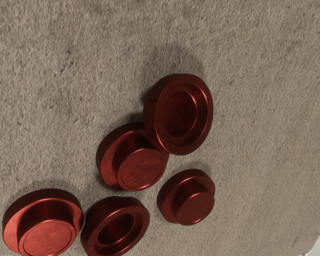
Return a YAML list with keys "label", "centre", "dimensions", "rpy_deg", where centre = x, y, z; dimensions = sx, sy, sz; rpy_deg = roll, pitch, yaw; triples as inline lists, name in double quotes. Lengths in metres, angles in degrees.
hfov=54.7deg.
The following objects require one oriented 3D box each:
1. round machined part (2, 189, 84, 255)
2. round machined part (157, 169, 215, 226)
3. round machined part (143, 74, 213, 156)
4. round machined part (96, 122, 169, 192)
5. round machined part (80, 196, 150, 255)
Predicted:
- label: "round machined part"
  centre: [-0.146, 0.129, 0.397]
  dimensions: [0.099, 0.042, 0.097]
  rpy_deg: [-14, 124, -21]
- label: "round machined part"
  centre: [0.048, 0.117, 0.497]
  dimensions: [0.099, 0.042, 0.097]
  rpy_deg: [-14, 125, -21]
- label: "round machined part"
  centre: [0.018, -0.018, 0.381]
  dimensions: [0.099, 0.042, 0.097]
  rpy_deg: [-9, 104, -40]
- label: "round machined part"
  centre: [-0.031, 0.045, 0.408]
  dimensions: [0.099, 0.042, 0.097]
  rpy_deg: [-14, 125, -21]
- label: "round machined part"
  centre: [-0.066, 0.136, 0.438]
  dimensions: [0.099, 0.042, 0.097]
  rpy_deg: [-22, 131, -28]
